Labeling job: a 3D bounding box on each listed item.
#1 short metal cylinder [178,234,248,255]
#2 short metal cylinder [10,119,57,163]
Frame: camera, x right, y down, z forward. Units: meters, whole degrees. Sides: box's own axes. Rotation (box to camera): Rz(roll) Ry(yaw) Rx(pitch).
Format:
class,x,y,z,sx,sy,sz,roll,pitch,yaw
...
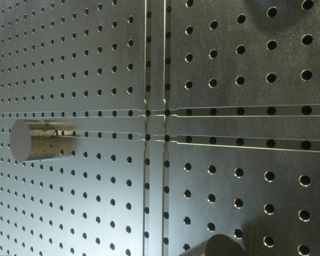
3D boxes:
class,x,y,z,sx,sy,sz,roll,pitch,yaw
short metal cylinder,0.059,0.160,0.324,0.050,0.081,0.080,-43,65,31
short metal cylinder,-0.241,0.024,0.588,0.080,0.050,0.079,0,90,39
